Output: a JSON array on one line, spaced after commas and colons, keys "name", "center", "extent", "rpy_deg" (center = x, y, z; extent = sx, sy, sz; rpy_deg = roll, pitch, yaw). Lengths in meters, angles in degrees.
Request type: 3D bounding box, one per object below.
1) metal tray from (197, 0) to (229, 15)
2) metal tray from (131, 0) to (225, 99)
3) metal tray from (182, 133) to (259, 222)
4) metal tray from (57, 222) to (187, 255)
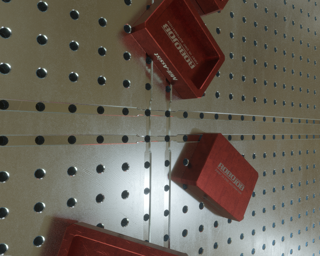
[{"name": "metal tray", "center": [0.087, -0.252, 0.476], "extent": [0.090, 0.030, 0.130], "rpy_deg": [46, 62, -30]}, {"name": "metal tray", "center": [0.031, -0.114, 0.429], "extent": [0.130, 0.030, 0.090], "rpy_deg": [48, 61, -29]}, {"name": "metal tray", "center": [0.099, 0.078, 0.488], "extent": [0.130, 0.030, 0.090], "rpy_deg": [42, 64, -32]}, {"name": "metal tray", "center": [-0.042, 0.157, 0.313], "extent": [0.030, 0.130, 0.090], "rpy_deg": [68, 37, -74]}]
